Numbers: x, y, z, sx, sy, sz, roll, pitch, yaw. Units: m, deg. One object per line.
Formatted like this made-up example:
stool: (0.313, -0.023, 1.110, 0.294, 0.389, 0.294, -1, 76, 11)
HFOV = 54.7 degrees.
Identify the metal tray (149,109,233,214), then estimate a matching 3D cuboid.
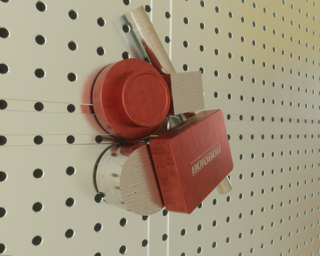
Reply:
metal tray: (0.046, 0.036, 0.390, 0.131, 0.030, 0.089, -28, 109, -50)

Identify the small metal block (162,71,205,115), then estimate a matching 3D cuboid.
small metal block: (0.028, -0.046, 0.398, 0.050, 0.025, 0.050, -12, 101, -34)

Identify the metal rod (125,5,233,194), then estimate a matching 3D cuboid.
metal rod: (0.036, -0.024, 0.435, 0.025, 0.025, 0.299, -44, 117, -31)

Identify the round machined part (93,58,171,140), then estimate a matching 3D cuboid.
round machined part: (-0.026, -0.035, 0.370, 0.099, 0.042, 0.097, 0, 90, -39)

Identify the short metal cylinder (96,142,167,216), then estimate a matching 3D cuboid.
short metal cylinder: (-0.027, 0.058, 0.365, 0.081, 0.050, 0.079, 0, 90, -40)
